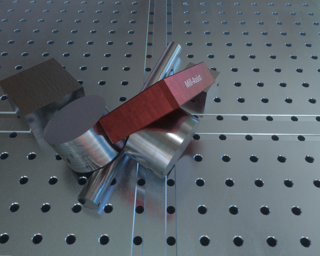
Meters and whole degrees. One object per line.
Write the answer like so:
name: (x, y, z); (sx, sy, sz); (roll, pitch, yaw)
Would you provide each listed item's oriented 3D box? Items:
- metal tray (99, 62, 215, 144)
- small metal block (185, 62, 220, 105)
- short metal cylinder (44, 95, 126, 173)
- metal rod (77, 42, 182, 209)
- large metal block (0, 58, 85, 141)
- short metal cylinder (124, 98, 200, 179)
metal tray: (0.002, -0.033, 0.355); (0.030, 0.090, 0.131); (59, 31, -4)
small metal block: (0.056, -0.068, 0.465); (0.050, 0.025, 0.050); (23, 54, 18)
short metal cylinder: (-0.087, 0.006, 0.367); (0.080, 0.050, 0.080); (-17, 39, 15)
metal rod: (-0.027, -0.026, 0.428); (0.025, 0.025, 0.301); (16, 52, 13)
large metal block: (-0.157, -0.042, 0.425); (0.080, 0.050, 0.080); (-33, 58, -25)
short metal cylinder: (0.004, 0.011, 0.357); (0.050, 0.080, 0.080); (33, 57, 11)
